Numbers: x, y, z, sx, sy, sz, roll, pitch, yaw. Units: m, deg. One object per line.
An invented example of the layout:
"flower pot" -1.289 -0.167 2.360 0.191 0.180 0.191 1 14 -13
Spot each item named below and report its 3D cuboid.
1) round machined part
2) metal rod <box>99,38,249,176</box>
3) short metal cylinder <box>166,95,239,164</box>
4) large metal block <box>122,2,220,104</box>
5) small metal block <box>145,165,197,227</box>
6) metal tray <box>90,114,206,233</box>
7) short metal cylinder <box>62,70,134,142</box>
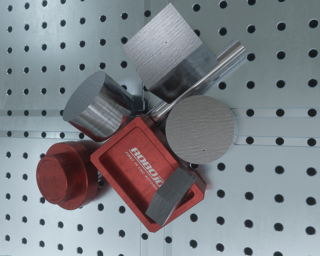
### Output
"round machined part" -0.137 0.069 0.438 0.098 0.042 0.097 5 99 35
"metal rod" -0.012 -0.009 0.418 0.300 0.025 0.025 -39 78 16
"short metal cylinder" 0.053 0.002 0.380 0.080 0.050 0.079 0 90 20
"large metal block" 0.012 -0.090 0.383 0.080 0.050 0.080 -39 58 16
"small metal block" 0.013 0.080 0.363 0.025 0.050 0.050 36 137 14
"metal tray" -0.015 0.058 0.400 0.090 0.030 0.130 -39 90 16
"short metal cylinder" -0.081 -0.028 0.406 0.080 0.050 0.080 -31 37 27
